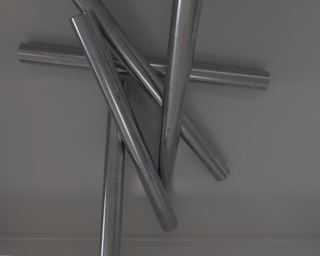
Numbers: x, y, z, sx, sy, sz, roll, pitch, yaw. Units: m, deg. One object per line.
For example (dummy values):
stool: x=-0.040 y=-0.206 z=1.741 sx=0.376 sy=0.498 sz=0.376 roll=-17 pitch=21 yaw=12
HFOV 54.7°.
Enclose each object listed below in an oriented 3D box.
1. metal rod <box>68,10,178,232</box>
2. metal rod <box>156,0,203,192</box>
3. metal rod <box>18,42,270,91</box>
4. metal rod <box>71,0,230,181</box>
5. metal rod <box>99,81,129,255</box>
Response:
metal rod: x=-0.032 y=0.013 z=0.371 sx=0.025 sy=0.025 sz=0.299 roll=-17 pitch=118 yaw=6
metal rod: x=0.014 y=-0.023 z=0.339 sx=0.025 sy=0.025 sz=0.298 roll=4 pitch=135 yaw=-2
metal rod: x=-0.017 y=-0.075 z=0.383 sx=0.302 sy=0.025 sz=0.025 roll=6 pitch=110 yaw=-3
metal rod: x=0.000 y=-0.040 z=0.374 sx=0.025 sy=0.025 sz=0.300 roll=-34 pitch=115 yaw=12
metal rod: x=-0.058 y=0.091 z=0.375 sx=0.025 sy=0.025 sz=0.298 roll=2 pitch=83 yaw=-1
